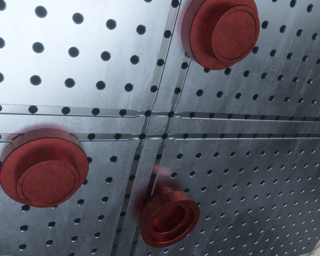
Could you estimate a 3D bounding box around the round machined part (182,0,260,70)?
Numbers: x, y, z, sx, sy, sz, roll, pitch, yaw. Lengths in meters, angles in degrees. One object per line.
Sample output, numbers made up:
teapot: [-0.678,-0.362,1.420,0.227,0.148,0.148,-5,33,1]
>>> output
round machined part: [0.079,-0.116,0.371,0.099,0.042,0.097,-14,124,-21]

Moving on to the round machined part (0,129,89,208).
round machined part: [-0.132,0.053,0.361,0.099,0.042,0.097,-14,124,-21]

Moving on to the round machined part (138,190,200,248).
round machined part: [0.010,0.138,0.490,0.099,0.042,0.097,-14,124,-21]
